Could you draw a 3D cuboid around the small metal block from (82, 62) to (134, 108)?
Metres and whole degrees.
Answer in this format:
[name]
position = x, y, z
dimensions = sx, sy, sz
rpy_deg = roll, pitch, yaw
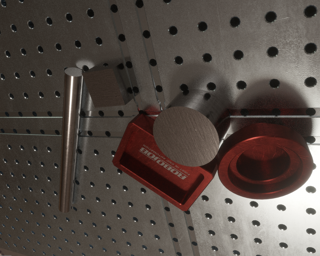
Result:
[small metal block]
position = -0.068, -0.056, 0.411
dimensions = 0.050, 0.025, 0.050
rpy_deg = -3, 117, 29

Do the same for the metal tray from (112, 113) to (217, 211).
[metal tray]
position = 0.005, 0.049, 0.434
dimensions = 0.130, 0.030, 0.089
rpy_deg = 33, 129, 6

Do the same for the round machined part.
[round machined part]
position = 0.114, 0.033, 0.348
dimensions = 0.099, 0.042, 0.097
rpy_deg = 3, 129, 5

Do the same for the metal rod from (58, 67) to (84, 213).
[metal rod]
position = -0.150, 0.039, 0.511
dimensions = 0.025, 0.025, 0.298
rpy_deg = 25, 127, 12

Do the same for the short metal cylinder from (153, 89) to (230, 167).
[short metal cylinder]
position = 0.039, -0.001, 0.373
dimensions = 0.080, 0.050, 0.079
rpy_deg = 13, 124, 20
